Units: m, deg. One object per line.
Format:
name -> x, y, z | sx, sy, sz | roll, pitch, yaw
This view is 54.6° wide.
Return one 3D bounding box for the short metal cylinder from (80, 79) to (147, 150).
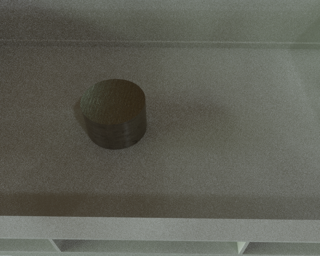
short metal cylinder -> -0.058, -0.019, 0.404 | 0.080, 0.050, 0.080 | 0, 50, 0
